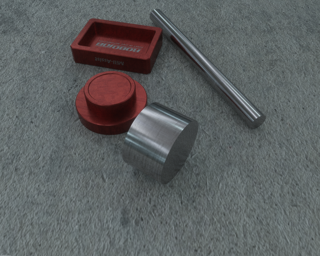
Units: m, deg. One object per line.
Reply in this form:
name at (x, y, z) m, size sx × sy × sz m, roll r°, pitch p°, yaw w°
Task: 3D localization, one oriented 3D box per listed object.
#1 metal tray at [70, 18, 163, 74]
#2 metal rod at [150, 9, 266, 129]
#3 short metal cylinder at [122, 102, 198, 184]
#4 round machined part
metal tray at (-0.069, -0.138, 0.514) m, size 0.131 × 0.030 × 0.090 m, roll 11°, pitch 51°, yaw 8°
metal rod at (0.061, -0.110, 0.495) m, size 0.025 × 0.025 × 0.300 m, roll -22°, pitch 54°, yaw -18°
short metal cylinder at (0.002, 0.017, 0.353) m, size 0.050 × 0.080 × 0.080 m, roll 27°, pitch 55°, yaw 20°
round machined part at (-0.067, -0.041, 0.426) m, size 0.099 × 0.042 × 0.098 m, roll 0°, pitch 50°, yaw 0°
